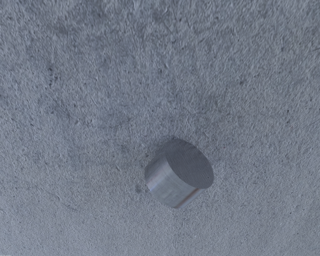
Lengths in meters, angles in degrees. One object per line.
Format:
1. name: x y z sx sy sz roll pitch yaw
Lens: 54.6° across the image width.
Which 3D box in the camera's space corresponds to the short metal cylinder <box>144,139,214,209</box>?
1. short metal cylinder: 0.026 0.062 0.424 0.080 0.080 0.050 26 125 -21
